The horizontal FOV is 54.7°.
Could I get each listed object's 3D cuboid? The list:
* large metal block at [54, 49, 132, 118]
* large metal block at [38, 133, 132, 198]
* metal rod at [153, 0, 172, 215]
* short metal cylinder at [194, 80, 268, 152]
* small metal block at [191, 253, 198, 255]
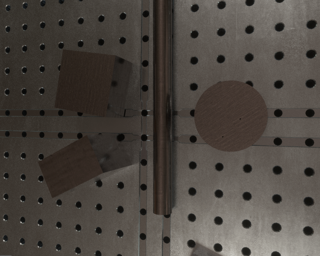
[{"bbox_3d":[-0.092,-0.060,0.430,0.080,0.050,0.079,11,94,19],"label":"large metal block"},{"bbox_3d":[-0.097,0.048,0.416,0.080,0.080,0.050,-27,81,17],"label":"large metal block"},{"bbox_3d":[0.003,-0.037,0.410,0.025,0.025,0.298,0,90,19],"label":"metal rod"},{"bbox_3d":[0.086,-0.013,0.369,0.080,0.050,0.079,0,90,19],"label":"short metal cylinder"},{"bbox_3d":[0.053,0.198,0.393,0.050,0.025,0.050,22,97,18],"label":"small metal block"}]
